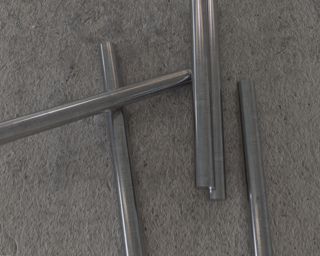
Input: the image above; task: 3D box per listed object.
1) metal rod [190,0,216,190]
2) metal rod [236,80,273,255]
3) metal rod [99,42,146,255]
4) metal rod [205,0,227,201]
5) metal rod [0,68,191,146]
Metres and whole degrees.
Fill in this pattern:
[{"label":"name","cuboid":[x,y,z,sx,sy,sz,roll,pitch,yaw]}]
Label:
[{"label":"metal rod","cuboid":[0.054,-0.070,0.414,0.025,0.025,0.299,1,69,0]},{"label":"metal rod","cuboid":[0.117,0.079,0.379,0.025,0.025,0.299,0,70,0]},{"label":"metal rod","cuboid":[-0.051,0.021,0.399,0.025,0.025,0.299,-9,70,-3]},{"label":"metal rod","cuboid":[0.073,-0.053,0.427,0.025,0.025,0.299,1,70,0]},{"label":"metal rod","cuboid":[-0.091,-0.025,0.378,0.302,0.025,0.025,-20,71,-22]}]
